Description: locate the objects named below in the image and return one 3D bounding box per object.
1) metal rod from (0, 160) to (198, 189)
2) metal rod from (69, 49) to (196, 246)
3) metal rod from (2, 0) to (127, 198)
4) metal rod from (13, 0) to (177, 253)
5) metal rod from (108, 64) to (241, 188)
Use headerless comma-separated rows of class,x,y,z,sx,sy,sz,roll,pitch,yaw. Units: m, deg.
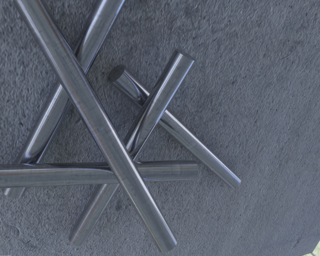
metal rod,-0.100,0.051,0.340,0.302,0.025,0.025,1,118,-19
metal rod,-0.045,0.040,0.384,0.025,0.025,0.298,15,117,-35
metal rod,-0.093,-0.050,0.324,0.025,0.025,0.299,22,107,-36
metal rod,-0.054,0.011,0.320,0.025,0.025,0.299,-30,109,-10
metal rod,0.039,0.016,0.437,0.025,0.025,0.301,-46,129,4
